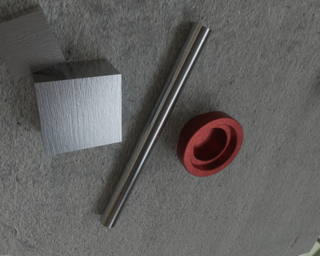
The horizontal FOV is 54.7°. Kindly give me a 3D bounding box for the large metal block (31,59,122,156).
[{"bbox_3d":[-0.087,-0.024,0.329,0.081,0.050,0.079,-11,123,-23],"label":"large metal block"}]

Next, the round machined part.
[{"bbox_3d":[0.067,0.019,0.446,0.099,0.042,0.097,-14,125,-21],"label":"round machined part"}]

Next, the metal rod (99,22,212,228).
[{"bbox_3d":[-0.013,0.009,0.406,0.025,0.025,0.298,14,111,-34],"label":"metal rod"}]

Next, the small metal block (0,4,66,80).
[{"bbox_3d":[-0.125,-0.080,0.290,0.050,0.025,0.050,-26,128,-13],"label":"small metal block"}]
